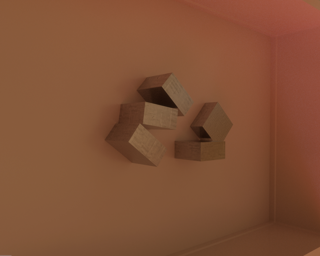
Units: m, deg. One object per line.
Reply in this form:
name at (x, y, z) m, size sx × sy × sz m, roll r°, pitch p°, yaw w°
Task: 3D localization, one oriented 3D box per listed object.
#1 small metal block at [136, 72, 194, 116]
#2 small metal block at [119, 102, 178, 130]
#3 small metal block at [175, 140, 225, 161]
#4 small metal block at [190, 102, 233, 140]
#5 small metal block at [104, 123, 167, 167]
small metal block at (0.007, -0.041, 0.396) m, size 0.050 × 0.050 × 0.025 m, roll 50°, pitch 61°, yaw -29°
small metal block at (-0.015, -0.014, 0.378) m, size 0.050 × 0.050 × 0.025 m, roll 10°, pitch 84°, yaw -40°
small metal block at (0.056, 0.031, 0.437) m, size 0.050 × 0.050 × 0.025 m, roll 0°, pitch 90°, yaw -40°
small metal block at (0.080, -0.004, 0.473) m, size 0.050 × 0.025 × 0.050 m, roll 50°, pitch 61°, yaw -28°
small metal block at (-0.029, 0.020, 0.366) m, size 0.050 × 0.050 × 0.025 m, roll 45°, pitch 63°, yaw -31°
